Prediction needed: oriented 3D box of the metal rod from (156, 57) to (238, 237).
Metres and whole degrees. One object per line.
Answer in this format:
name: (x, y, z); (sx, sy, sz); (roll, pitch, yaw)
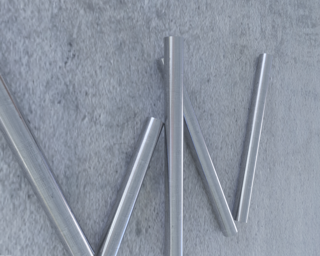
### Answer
metal rod: (0.060, 0.037, 0.457); (0.025, 0.025, 0.299); (-35, 112, -35)

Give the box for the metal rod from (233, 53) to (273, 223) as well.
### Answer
metal rod: (0.164, 0.012, 0.545); (0.025, 0.025, 0.299); (20, 77, -39)

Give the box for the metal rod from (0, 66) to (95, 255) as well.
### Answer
metal rod: (-0.133, 0.007, 0.293); (0.025, 0.025, 0.298); (-33, 111, -35)

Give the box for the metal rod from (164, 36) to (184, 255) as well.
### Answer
metal rod: (0.018, 0.035, 0.404); (0.025, 0.025, 0.298); (-7, 100, -40)

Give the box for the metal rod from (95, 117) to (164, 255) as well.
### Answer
metal rod: (-0.055, 0.126, 0.360); (0.025, 0.025, 0.299); (32, 70, -36)
